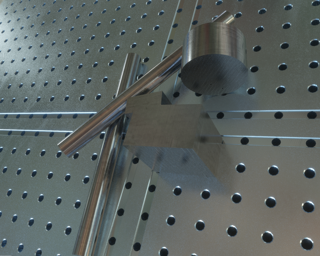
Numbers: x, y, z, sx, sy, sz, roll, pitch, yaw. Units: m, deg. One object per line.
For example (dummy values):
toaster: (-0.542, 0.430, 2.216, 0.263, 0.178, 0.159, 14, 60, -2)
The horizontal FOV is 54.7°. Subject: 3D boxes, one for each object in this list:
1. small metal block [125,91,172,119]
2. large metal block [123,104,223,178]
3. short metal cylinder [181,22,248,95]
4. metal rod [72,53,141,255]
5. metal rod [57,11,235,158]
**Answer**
small metal block: (-0.011, -0.020, 0.409, 0.050, 0.050, 0.025, -9, 58, 23)
large metal block: (0.018, 0.016, 0.353, 0.080, 0.080, 0.050, 1, 62, 28)
short metal cylinder: (0.068, -0.084, 0.388, 0.080, 0.080, 0.050, -8, 58, 23)
metal rod: (-0.066, 0.019, 0.429, 0.025, 0.025, 0.299, -4, 60, 26)
metal rod: (-0.013, -0.065, 0.431, 0.301, 0.025, 0.025, -40, 51, -9)
